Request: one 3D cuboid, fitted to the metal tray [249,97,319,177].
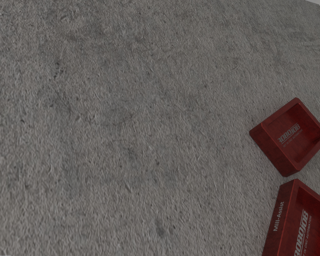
[{"bbox_3d":[0.216,0.011,0.509,0.131,0.030,0.090,-29,78,-37],"label":"metal tray"}]

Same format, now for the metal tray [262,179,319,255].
[{"bbox_3d":[0.195,0.145,0.416,0.090,0.030,0.130,37,51,-3],"label":"metal tray"}]
